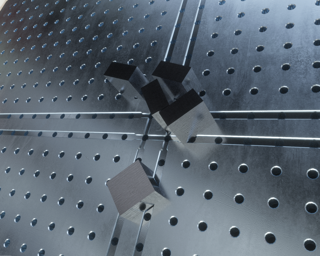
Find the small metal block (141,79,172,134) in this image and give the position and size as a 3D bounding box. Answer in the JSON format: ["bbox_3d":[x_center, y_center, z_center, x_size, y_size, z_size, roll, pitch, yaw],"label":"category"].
[{"bbox_3d":[0.003,-0.028,0.409,0.025,0.050,0.050,-30,52,9],"label":"small metal block"}]

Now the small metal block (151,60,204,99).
[{"bbox_3d":[0.025,-0.061,0.418,0.050,0.050,0.025,21,73,36],"label":"small metal block"}]

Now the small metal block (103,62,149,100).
[{"bbox_3d":[-0.047,-0.070,0.461,0.050,0.050,0.025,18,71,35],"label":"small metal block"}]

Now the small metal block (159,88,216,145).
[{"bbox_3d":[0.035,-0.013,0.383,0.050,0.050,0.025,-36,51,5],"label":"small metal block"}]

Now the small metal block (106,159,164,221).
[{"bbox_3d":[-0.031,0.076,0.379,0.050,0.025,0.050,-36,51,4],"label":"small metal block"}]
